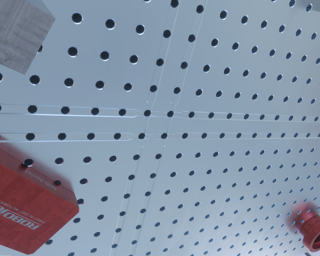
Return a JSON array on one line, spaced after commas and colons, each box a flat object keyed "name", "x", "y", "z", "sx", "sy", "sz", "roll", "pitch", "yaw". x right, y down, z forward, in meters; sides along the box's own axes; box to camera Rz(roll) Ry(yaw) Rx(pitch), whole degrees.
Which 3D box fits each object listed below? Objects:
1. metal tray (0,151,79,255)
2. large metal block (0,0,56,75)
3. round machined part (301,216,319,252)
[{"name": "metal tray", "x": -0.175, "y": 0.093, "z": 0.370, "sx": 0.090, "sy": 0.030, "sz": 0.130, "roll": -43, "pitch": 130, "yaw": 1}, {"name": "large metal block", "x": -0.137, "y": -0.094, "z": 0.242, "sx": 0.080, "sy": 0.080, "sz": 0.050, "roll": 25, "pitch": 105, "yaw": -37}, {"name": "round machined part", "x": 0.395, "y": 0.260, "z": 0.777, "sx": 0.099, "sy": 0.042, "sz": 0.097, "roll": -14, "pitch": 124, "yaw": -21}]
